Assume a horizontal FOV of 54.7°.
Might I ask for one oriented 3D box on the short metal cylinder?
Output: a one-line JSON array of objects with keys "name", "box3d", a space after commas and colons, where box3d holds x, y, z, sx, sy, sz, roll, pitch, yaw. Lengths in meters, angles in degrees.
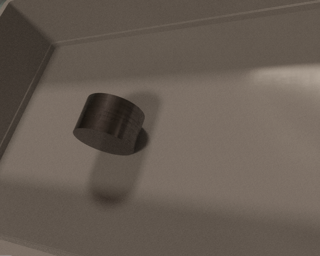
[{"name": "short metal cylinder", "box3d": [-0.066, -0.003, 0.405, 0.080, 0.080, 0.050, 3, 63, 29]}]
